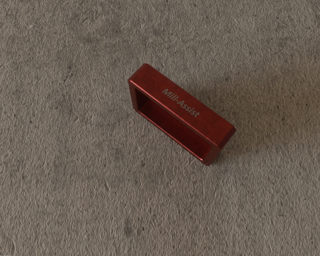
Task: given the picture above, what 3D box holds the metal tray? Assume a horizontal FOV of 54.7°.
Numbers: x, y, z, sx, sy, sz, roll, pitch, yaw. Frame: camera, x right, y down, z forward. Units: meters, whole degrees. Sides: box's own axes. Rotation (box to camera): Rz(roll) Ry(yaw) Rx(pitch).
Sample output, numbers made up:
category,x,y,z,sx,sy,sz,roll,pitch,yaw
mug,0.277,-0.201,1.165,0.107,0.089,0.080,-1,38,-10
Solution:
category,x,y,z,sx,sy,sz,roll,pitch,yaw
metal tray,0.023,-0.013,0.380,0.130,0.090,0.030,38,74,12
